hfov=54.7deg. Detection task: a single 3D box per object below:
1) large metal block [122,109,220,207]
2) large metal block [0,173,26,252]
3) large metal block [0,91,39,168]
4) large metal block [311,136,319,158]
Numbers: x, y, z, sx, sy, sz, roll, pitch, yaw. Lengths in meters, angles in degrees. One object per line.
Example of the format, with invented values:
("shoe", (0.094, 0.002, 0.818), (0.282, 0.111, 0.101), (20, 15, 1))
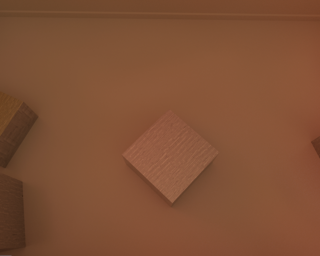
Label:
("large metal block", (0.012, 0.038, 0.382), (0.080, 0.050, 0.080), (42, 75, 13))
("large metal block", (-0.193, 0.097, 0.344), (0.050, 0.080, 0.080), (-11, 71, -4))
("large metal block", (-0.221, -0.006, 0.397), (0.080, 0.050, 0.080), (23, 72, 8))
("large metal block", (0.240, 0.033, 0.370), (0.050, 0.080, 0.080), (-18, 71, -6))
